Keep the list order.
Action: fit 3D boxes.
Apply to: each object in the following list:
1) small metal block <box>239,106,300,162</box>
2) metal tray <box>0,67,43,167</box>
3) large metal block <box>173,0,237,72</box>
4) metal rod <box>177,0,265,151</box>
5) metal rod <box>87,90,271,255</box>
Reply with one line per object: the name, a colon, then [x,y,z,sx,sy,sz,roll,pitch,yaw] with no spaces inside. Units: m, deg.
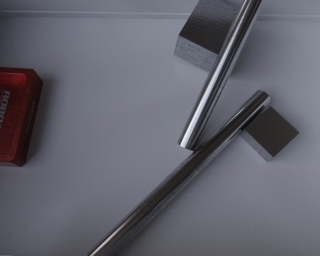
small metal block: [0.143,0.008,0.409,0.050,0.025,0.050,-39,75,-13]
metal tray: [-0.216,-0.017,0.410,0.091,0.030,0.130,4,70,1]
large metal block: [0.076,-0.130,0.441,0.080,0.050,0.080,28,72,3]
metal rod: [0.094,-0.110,0.380,0.025,0.025,0.298,25,99,8]
metal rod: [0.034,0.055,0.390,0.301,0.025,0.025,-42,76,-14]
